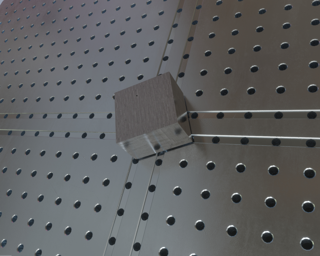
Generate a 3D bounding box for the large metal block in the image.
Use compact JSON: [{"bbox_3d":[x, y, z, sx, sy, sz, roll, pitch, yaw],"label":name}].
[{"bbox_3d":[-0.010,-0.015,0.402,0.080,0.050,0.080,-19,55,17],"label":"large metal block"}]
